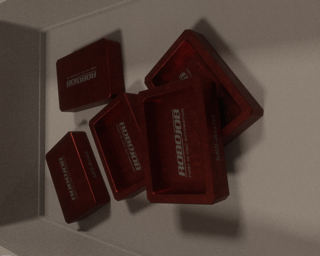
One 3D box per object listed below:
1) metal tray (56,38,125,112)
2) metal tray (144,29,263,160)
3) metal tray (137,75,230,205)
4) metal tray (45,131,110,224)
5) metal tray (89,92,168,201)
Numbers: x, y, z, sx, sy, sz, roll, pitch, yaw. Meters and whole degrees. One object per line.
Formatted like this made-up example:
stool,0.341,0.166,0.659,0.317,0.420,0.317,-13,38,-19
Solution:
metal tray,-0.114,-0.079,0.495,0.130,0.030,0.089,-10,84,39
metal tray,0.045,-0.039,0.364,0.090,0.030,0.130,-46,63,30
metal tray,0.022,0.016,0.343,0.090,0.030,0.129,-10,84,39
metal tray,-0.140,0.081,0.516,0.090,0.030,0.130,-38,67,33
metal tray,-0.047,0.026,0.439,0.090,0.030,0.130,-36,68,34
